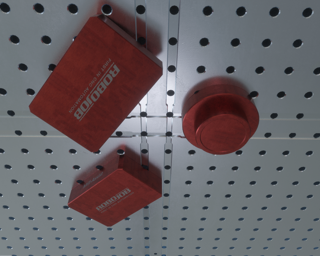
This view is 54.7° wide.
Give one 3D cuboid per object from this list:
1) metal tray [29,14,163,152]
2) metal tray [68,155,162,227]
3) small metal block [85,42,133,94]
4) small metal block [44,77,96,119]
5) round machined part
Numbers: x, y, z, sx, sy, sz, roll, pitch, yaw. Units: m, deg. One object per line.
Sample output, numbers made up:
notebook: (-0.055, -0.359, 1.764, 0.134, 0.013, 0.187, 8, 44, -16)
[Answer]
metal tray: (-0.070, -0.045, 0.342, 0.090, 0.030, 0.130, 37, 110, -15)
metal tray: (-0.072, 0.105, 0.497, 0.130, 0.030, 0.090, -36, 122, 26)
small metal block: (-0.057, -0.068, 0.353, 0.050, 0.025, 0.050, 7, 130, -6)
small metal block: (-0.111, -0.030, 0.385, 0.050, 0.025, 0.050, 30, 124, -24)
round machined part: (0.078, -0.003, 0.398, 0.099, 0.042, 0.097, 0, 130, 0)
